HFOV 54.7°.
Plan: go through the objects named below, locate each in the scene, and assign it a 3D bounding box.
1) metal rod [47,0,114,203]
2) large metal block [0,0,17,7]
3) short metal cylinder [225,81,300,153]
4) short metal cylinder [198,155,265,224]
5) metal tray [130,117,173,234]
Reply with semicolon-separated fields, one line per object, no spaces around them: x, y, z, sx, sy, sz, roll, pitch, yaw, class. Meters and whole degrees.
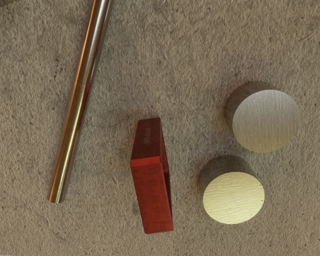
-0.104;-0.033;0.396;0.025;0.025;0.298;17;109;-6;metal rod
-0.211;-0.167;0.333;0.080;0.050;0.080;-21;109;7;large metal block
0.127;-0.015;0.392;0.081;0.050;0.079;0;110;0;short metal cylinder
0.096;0.084;0.428;0.081;0.050;0.079;0;110;0;short metal cylinder
-0.008;0.050;0.372;0.030;0.130;0.089;-9;110;3;metal tray
